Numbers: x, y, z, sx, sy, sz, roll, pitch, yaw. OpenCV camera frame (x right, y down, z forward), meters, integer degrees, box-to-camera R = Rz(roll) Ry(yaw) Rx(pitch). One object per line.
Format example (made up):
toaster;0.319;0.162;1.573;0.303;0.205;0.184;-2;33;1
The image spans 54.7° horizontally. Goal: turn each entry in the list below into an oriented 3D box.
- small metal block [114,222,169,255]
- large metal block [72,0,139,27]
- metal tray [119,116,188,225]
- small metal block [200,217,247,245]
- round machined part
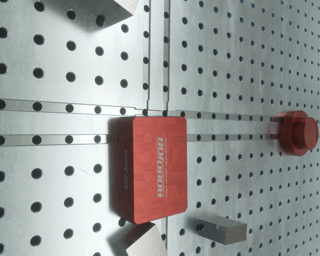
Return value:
small metal block;-0.022;0.154;0.393;0.050;0.025;0.050;-31;110;-36
large metal block;-0.062;-0.175;0.342;0.080;0.050;0.080;28;73;-37
metal tray;-0.007;0.050;0.403;0.091;0.030;0.129;-1;91;-40
small metal block;0.098;0.157;0.478;0.050;0.050;0.025;7;86;-40
round machined part;0.299;0.011;0.653;0.099;0.042;0.097;0;90;-40
